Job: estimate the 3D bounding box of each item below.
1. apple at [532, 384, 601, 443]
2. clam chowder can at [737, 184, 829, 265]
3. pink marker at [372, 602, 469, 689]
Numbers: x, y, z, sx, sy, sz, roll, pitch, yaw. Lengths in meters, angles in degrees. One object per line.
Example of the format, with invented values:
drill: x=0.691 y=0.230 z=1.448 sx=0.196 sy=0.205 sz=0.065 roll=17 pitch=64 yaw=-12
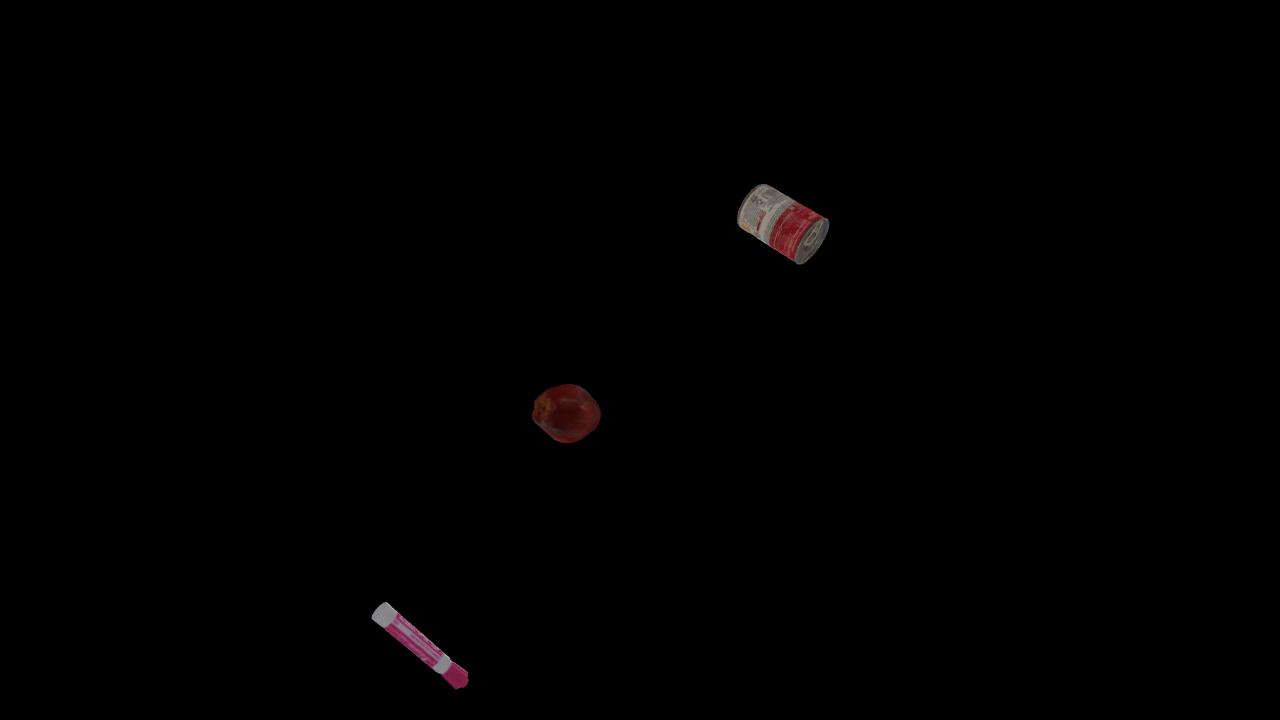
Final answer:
apple: x=-0.096 y=0.071 z=0.816 sx=0.079 sy=0.079 sz=0.093 roll=0 pitch=-17 yaw=39
clam chowder can: x=0.187 y=-0.181 z=0.813 sx=0.102 sy=0.068 sz=0.068 roll=40 pitch=20 yaw=26
pink marker: x=-0.215 y=0.285 z=0.609 sx=0.020 sy=0.121 sz=0.020 roll=-36 pitch=17 yaw=13
